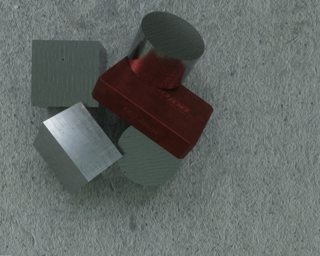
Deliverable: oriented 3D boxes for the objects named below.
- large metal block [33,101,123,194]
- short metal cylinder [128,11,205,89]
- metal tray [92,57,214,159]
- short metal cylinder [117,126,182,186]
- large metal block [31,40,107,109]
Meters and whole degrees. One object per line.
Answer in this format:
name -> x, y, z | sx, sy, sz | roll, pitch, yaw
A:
large metal block -> -0.103, 0.027, 0.376 | 0.050, 0.080, 0.080 | -38, 91, -36
short metal cylinder -> 0.007, -0.095, 0.379 | 0.081, 0.050, 0.080 | 14, 53, -18
metal tray -> -0.005, -0.032, 0.380 | 0.130, 0.090, 0.030 | 36, 130, 0
short metal cylinder -> -0.013, 0.030, 0.399 | 0.081, 0.050, 0.080 | 0, 90, 0
large metal block -> -0.113, -0.065, 0.396 | 0.081, 0.050, 0.080 | 1, 90, 0
